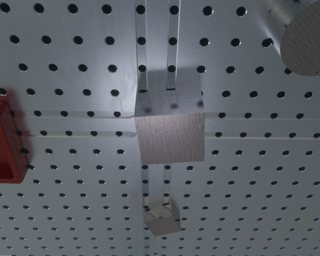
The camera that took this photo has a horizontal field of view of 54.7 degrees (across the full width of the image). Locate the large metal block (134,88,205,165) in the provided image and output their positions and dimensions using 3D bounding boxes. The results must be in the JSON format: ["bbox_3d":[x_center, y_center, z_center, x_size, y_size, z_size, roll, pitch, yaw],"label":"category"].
[{"bbox_3d":[0.014,-0.001,0.395,0.080,0.050,0.080,-4,130,3],"label":"large metal block"}]

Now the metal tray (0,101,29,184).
[{"bbox_3d":[-0.244,0.023,0.424,0.091,0.030,0.129,2,130,-2],"label":"metal tray"}]

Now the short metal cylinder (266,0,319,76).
[{"bbox_3d":[0.155,-0.100,0.312,0.081,0.050,0.079,0,130,0],"label":"short metal cylinder"}]

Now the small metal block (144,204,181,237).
[{"bbox_3d":[0.005,0.165,0.552,0.050,0.025,0.050,-16,129,13],"label":"small metal block"}]
